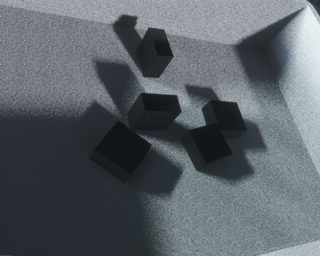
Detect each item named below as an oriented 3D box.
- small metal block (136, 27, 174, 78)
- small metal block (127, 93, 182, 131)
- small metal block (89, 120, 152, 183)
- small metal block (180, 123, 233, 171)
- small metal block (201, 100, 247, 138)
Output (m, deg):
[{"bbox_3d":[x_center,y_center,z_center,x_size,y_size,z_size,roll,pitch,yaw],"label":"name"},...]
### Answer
[{"bbox_3d":[-0.009,-0.108,0.451,0.025,0.050,0.050,-2,63,-29],"label":"small metal block"},{"bbox_3d":[-0.008,-0.019,0.397,0.050,0.050,0.025,1,62,-28],"label":"small metal block"},{"bbox_3d":[-0.046,0.028,0.364,0.050,0.025,0.050,37,51,-4],"label":"small metal block"},{"bbox_3d":[0.063,0.025,0.424,0.050,0.025,0.050,-14,69,-34],"label":"small metal block"},{"bbox_3d":[0.096,-0.013,0.464,0.050,0.025,0.050,2,60,-28],"label":"small metal block"}]
